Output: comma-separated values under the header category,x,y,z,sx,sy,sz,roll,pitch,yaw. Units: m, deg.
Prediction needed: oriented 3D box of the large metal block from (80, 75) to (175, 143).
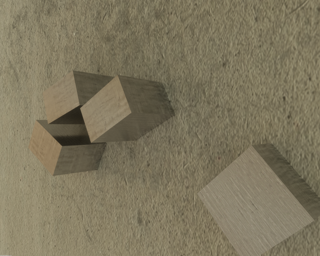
category,x,y,z,sx,sy,sz,roll,pitch,yaw
large metal block,-0.042,-0.022,0.404,0.080,0.081,0.050,-33,70,35

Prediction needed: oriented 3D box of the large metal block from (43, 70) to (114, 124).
category,x,y,z,sx,sy,sz,roll,pitch,yaw
large metal block,-0.114,-0.042,0.463,0.080,0.081,0.050,-23,76,38

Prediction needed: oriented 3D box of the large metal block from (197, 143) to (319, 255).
category,x,y,z,sx,sy,sz,roll,pitch,yaw
large metal block,0.099,0.072,0.307,0.080,0.050,0.080,-49,61,28

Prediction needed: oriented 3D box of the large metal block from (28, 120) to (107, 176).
category,x,y,z,sx,sy,sz,roll,pitch,yaw
large metal block,-0.146,0.028,0.490,0.080,0.081,0.050,35,112,34
